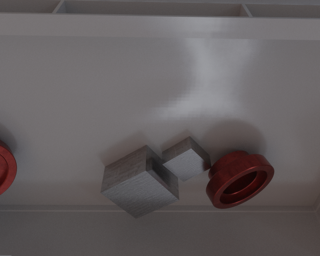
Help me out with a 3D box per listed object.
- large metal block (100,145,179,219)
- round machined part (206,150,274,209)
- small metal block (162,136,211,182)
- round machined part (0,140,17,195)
[{"bbox_3d":[-0.028,0.082,0.463,0.080,0.050,0.080,-29,125,22],"label":"large metal block"},{"bbox_3d":[0.109,0.070,0.445,0.099,0.042,0.097,-17,140,-15],"label":"round machined part"},{"bbox_3d":[0.039,0.046,0.449,0.050,0.025,0.050,-32,124,24],"label":"small metal block"},{"bbox_3d":[-0.251,0.052,0.419,0.099,0.042,0.097,-18,125,-28],"label":"round machined part"}]
